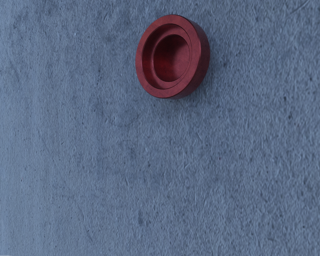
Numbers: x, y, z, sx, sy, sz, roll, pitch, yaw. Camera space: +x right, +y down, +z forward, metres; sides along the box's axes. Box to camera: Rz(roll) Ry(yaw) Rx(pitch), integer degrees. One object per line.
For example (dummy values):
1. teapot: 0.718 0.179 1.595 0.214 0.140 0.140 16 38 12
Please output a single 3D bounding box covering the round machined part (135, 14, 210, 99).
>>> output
1. round machined part: 0.019 -0.084 0.379 0.098 0.042 0.097 0 90 40
